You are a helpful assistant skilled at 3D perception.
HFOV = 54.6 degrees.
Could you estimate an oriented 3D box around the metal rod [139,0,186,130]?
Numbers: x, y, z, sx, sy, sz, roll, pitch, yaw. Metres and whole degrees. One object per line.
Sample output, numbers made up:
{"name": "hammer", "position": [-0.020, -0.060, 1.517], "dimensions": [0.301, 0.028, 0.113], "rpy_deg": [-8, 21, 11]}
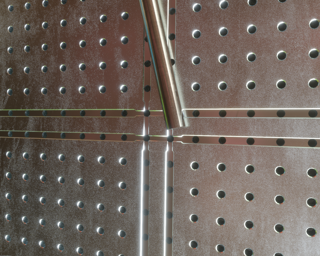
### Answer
{"name": "metal rod", "position": [-0.010, -0.145, 0.416], "dimensions": [0.025, 0.025, 0.299], "rpy_deg": [-14, 85, 19]}
